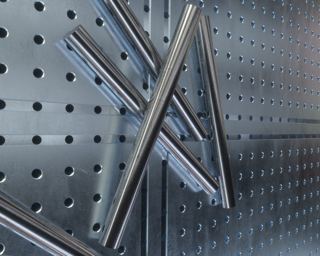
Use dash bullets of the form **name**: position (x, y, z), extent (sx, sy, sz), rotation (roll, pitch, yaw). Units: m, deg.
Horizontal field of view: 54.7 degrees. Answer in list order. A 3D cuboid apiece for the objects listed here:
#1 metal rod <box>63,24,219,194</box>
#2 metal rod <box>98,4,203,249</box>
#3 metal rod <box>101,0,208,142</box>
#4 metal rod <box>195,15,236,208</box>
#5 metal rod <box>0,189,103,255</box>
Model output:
- **metal rod**: position (-0.007, -0.005, 0.404), extent (0.300, 0.025, 0.025), rotation (48, 61, -30)
- **metal rod**: position (-0.010, -0.005, 0.371), extent (0.025, 0.025, 0.299), rotation (23, 85, -38)
- **metal rod**: position (-0.018, -0.098, 0.395), extent (0.025, 0.025, 0.299), rotation (-51, 120, -28)
- **metal rod**: position (0.086, -0.019, 0.484), extent (0.025, 0.025, 0.298), rotation (-17, 101, -39)
- **metal rod**: position (-0.114, 0.110, 0.314), extent (0.300, 0.025, 0.025), rotation (48, 62, -30)
